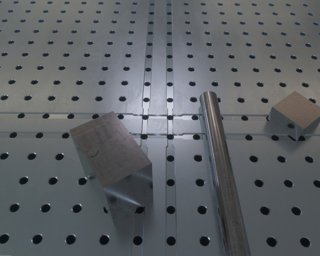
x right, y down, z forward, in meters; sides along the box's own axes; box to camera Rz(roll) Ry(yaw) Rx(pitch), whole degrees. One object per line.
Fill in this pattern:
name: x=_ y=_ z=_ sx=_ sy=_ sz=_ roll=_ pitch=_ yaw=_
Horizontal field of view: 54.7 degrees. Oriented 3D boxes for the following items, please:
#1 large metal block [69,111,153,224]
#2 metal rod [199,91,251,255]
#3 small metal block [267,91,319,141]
large metal block: x=-0.050 y=0.043 z=0.335 sx=0.050 sy=0.080 sz=0.080 roll=-26 pitch=55 yaw=-20
metal rod: x=0.074 y=0.071 z=0.348 sx=0.025 sy=0.025 sz=0.300 roll=-1 pitch=50 yaw=-1
small metal block: x=0.186 y=-0.018 z=0.424 sx=0.050 sy=0.025 sz=0.050 roll=-31 pitch=57 yaw=-24
